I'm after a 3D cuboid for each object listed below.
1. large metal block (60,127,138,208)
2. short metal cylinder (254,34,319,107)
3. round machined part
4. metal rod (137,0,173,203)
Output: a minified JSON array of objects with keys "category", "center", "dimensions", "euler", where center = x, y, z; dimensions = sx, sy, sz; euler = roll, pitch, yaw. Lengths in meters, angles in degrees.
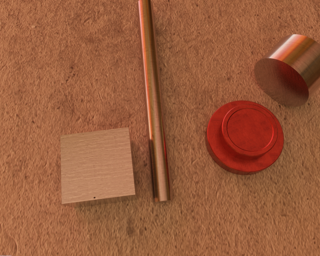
[{"category":"large metal block","center":[-0.072,0.049,0.376],"dimensions":[0.081,0.050,0.080],"euler":[-7,70,-3]},{"category":"short metal cylinder","center":[0.173,-0.074,0.407],"dimensions":[0.080,0.080,0.050],"euler":[43,76,14]},{"category":"round machined part","center":[0.110,0.008,0.397],"dimensions":[0.099,0.042,0.098],"euler":[0,70,0]},{"category":"metal rod","center":[-0.010,-0.050,0.426],"dimensions":[0.025,0.025,0.299],"euler":[-5,70,-2]}]
